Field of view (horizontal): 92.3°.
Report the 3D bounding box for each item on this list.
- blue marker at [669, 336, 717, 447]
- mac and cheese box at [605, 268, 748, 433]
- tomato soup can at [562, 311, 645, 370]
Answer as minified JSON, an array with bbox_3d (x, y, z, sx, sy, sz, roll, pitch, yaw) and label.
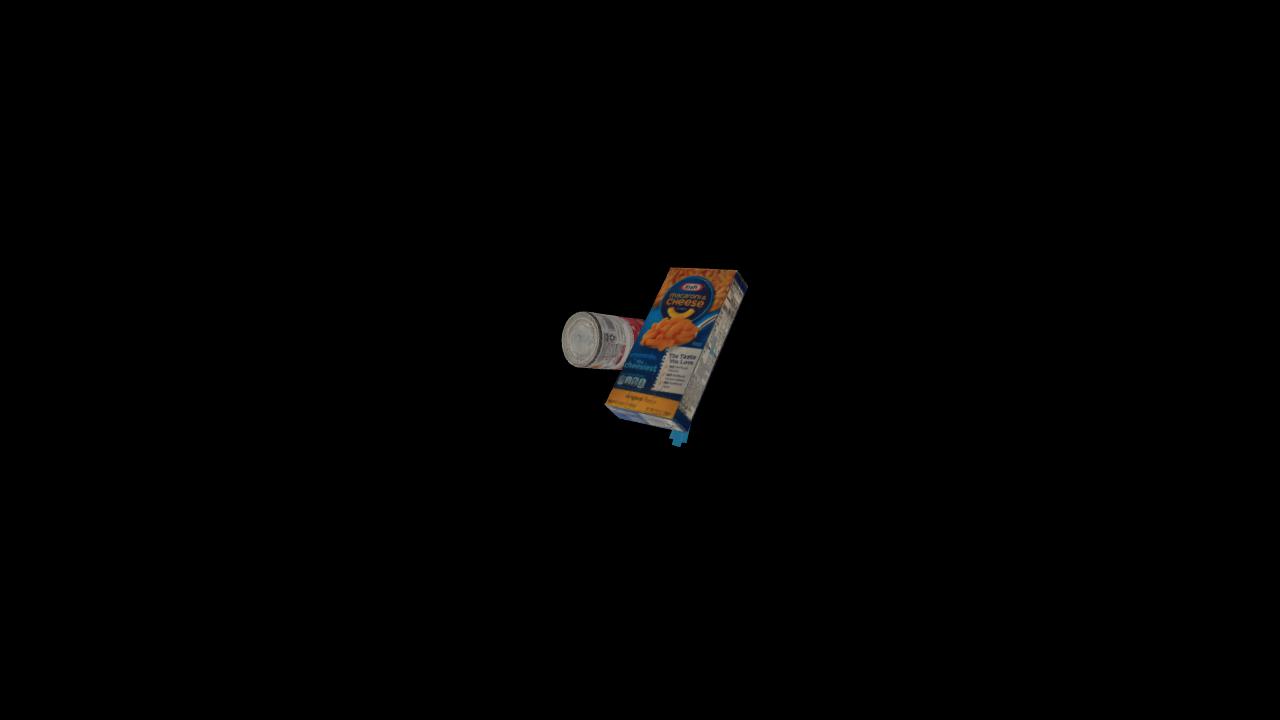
[{"bbox_3d":[0.055,0.032,0.641,0.020,0.121,0.020,17,-6,2],"label":"blue marker"},{"bbox_3d":[0.041,-0.016,0.668,0.093,0.184,0.041,7,-26,39],"label":"mac and cheese box"},{"bbox_3d":[-0.037,-0.021,0.742,0.068,0.068,0.101,0,-2,41],"label":"tomato soup can"}]
